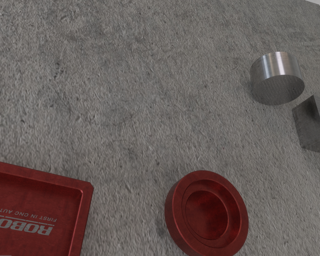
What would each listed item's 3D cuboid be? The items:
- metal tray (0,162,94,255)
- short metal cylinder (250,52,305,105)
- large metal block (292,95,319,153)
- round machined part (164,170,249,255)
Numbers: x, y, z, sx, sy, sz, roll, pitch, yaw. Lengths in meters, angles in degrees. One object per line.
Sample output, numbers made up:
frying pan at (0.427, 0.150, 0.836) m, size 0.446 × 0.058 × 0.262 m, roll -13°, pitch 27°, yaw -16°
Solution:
metal tray at (-0.134, 0.081, 0.278) m, size 0.131 × 0.030 × 0.090 m, roll 17°, pitch 55°, yaw -18°
short metal cylinder at (0.196, -0.082, 0.524) m, size 0.081 × 0.080 × 0.050 m, roll 16°, pitch 56°, yaw -20°
large metal block at (0.289, -0.002, 0.544) m, size 0.081 × 0.050 × 0.080 m, roll 15°, pitch 56°, yaw -20°
round machined part at (0.049, 0.102, 0.357) m, size 0.099 × 0.042 × 0.098 m, roll 14°, pitch 56°, yaw -21°
